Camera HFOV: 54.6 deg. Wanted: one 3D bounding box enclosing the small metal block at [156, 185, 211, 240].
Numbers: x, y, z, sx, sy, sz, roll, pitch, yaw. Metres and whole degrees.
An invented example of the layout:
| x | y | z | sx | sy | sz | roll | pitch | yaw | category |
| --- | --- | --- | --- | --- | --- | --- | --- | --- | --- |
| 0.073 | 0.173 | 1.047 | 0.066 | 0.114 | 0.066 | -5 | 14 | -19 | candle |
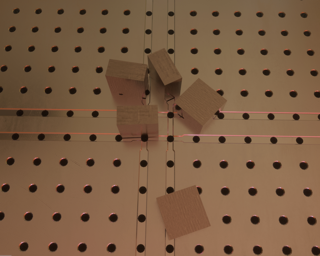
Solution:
| x | y | z | sx | sy | sz | roll | pitch | yaw | category |
| --- | --- | --- | --- | --- | --- | --- | --- | --- | --- |
| 0.027 | 0.102 | 0.375 | 0.050 | 0.025 | 0.050 | -17 | 71 | -6 | small metal block |

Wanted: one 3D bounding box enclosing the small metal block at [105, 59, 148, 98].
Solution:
| x | y | z | sx | sy | sz | roll | pitch | yaw | category |
| --- | --- | --- | --- | --- | --- | --- | --- | --- | --- |
| -0.043 | -0.066 | 0.423 | 0.050 | 0.050 | 0.025 | 9 | 71 | 3 | small metal block |

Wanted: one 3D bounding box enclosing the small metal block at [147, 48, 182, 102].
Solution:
| x | y | z | sx | sy | sz | roll | pitch | yaw | category |
| --- | --- | --- | --- | --- | --- | --- | --- | --- | --- |
| 0.006 | -0.072 | 0.425 | 0.025 | 0.050 | 0.050 | -25 | 72 | -9 | small metal block |

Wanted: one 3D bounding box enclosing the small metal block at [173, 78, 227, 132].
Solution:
| x | y | z | sx | sy | sz | roll | pitch | yaw | category |
| --- | --- | --- | --- | --- | --- | --- | --- | --- | --- |
| 0.054 | -0.031 | 0.424 | 0.050 | 0.025 | 0.050 | 41 | 75 | 13 | small metal block |

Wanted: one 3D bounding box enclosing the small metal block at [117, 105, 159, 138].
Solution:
| x | y | z | sx | sy | sz | roll | pitch | yaw | category |
| --- | --- | --- | --- | --- | --- | --- | --- | --- | --- |
| -0.028 | -0.008 | 0.401 | 0.050 | 0.050 | 0.025 | -2 | 70 | -1 | small metal block |
